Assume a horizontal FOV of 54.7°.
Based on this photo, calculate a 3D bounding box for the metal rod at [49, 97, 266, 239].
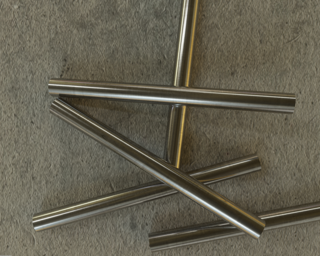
[{"bbox_3d":[-0.009,0.046,0.390,0.301,0.025,0.025,31,90,7],"label":"metal rod"}]

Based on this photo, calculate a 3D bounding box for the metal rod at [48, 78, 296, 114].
[{"bbox_3d":[0.007,-0.041,0.386,0.301,0.025,0.025,5,90,9],"label":"metal rod"}]

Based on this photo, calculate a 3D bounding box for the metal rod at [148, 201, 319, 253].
[{"bbox_3d":[0.135,0.124,0.410,0.302,0.025,0.025,-11,90,0],"label":"metal rod"}]

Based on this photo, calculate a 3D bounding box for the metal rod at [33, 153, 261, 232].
[{"bbox_3d":[-0.016,0.085,0.409,0.302,0.025,0.025,-15,90,0],"label":"metal rod"}]

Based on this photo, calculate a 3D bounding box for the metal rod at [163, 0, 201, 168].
[{"bbox_3d":[0.033,-0.097,0.409,0.025,0.025,0.298,7,90,0],"label":"metal rod"}]
